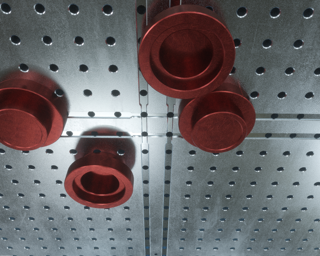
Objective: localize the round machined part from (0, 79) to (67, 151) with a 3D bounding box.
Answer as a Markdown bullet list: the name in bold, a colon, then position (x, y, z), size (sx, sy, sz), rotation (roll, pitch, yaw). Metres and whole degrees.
- **round machined part**: position (-0.172, -0.009, 0.391), size (0.099, 0.042, 0.097), rotation (0, 130, 0)

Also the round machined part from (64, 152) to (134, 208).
- **round machined part**: position (-0.088, 0.074, 0.462), size (0.099, 0.042, 0.097), rotation (0, 130, 0)

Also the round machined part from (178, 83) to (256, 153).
- **round machined part**: position (0.073, -0.006, 0.396), size (0.099, 0.042, 0.097), rotation (0, 130, 0)

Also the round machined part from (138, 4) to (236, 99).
- **round machined part**: position (0.027, -0.083, 0.330), size (0.099, 0.042, 0.097), rotation (0, 130, 0)
